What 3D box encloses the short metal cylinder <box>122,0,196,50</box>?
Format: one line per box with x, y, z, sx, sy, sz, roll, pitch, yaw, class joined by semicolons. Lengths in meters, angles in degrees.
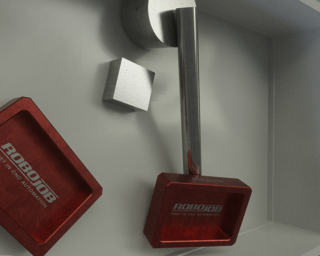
0.000;-0.140;0.386;0.081;0.050;0.079;-9;103;-41;short metal cylinder

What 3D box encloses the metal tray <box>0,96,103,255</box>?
-0.127;0.047;0.298;0.090;0.030;0.130;-47;118;-30;metal tray

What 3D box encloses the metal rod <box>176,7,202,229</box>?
0.041;0.002;0.405;0.025;0.025;0.298;-20;114;-39;metal rod

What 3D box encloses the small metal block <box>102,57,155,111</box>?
-0.037;-0.051;0.377;0.050;0.025;0.050;18;78;-39;small metal block

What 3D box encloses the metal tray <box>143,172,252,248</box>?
0.052;0.110;0.411;0.131;0.030;0.089;9;102;-25;metal tray
